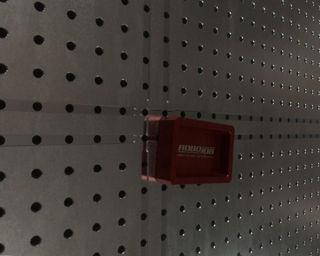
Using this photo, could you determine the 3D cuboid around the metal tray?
[{"bbox_3d":[0.056,0.035,0.455,0.131,0.030,0.089,7,85,-40],"label":"metal tray"}]
